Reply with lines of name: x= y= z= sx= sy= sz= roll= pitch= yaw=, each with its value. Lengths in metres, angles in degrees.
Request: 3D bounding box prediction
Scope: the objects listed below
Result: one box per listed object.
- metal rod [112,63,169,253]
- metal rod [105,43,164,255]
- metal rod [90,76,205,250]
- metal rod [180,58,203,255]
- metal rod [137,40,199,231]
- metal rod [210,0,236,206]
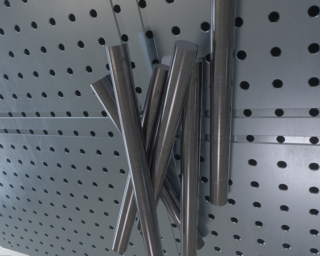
metal rod: x=-0.030 y=0.058 z=0.429 sx=0.025 sy=0.025 sz=0.298 roll=22 pitch=116 yaw=15
metal rod: x=-0.027 y=0.047 z=0.394 sx=0.025 sy=0.025 sz=0.298 roll=2 pitch=111 yaw=27
metal rod: x=-0.011 y=0.061 z=0.455 sx=0.025 sy=0.025 sz=0.299 roll=-19 pitch=109 yaw=35
metal rod: x=0.039 y=0.059 z=0.410 sx=0.025 sy=0.025 sz=0.298 roll=10 pitch=118 yaw=23
metal rod: x=0.001 y=0.035 z=0.398 sx=0.025 sy=0.025 sz=0.298 roll=23 pitch=127 yaw=14
metal rod: x=0.070 y=-0.029 z=0.356 sx=0.025 sy=0.025 sz=0.298 roll=9 pitch=123 yaw=23
